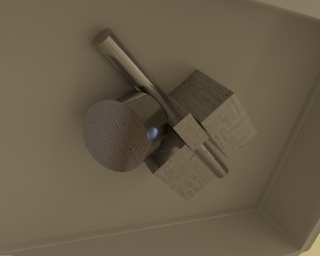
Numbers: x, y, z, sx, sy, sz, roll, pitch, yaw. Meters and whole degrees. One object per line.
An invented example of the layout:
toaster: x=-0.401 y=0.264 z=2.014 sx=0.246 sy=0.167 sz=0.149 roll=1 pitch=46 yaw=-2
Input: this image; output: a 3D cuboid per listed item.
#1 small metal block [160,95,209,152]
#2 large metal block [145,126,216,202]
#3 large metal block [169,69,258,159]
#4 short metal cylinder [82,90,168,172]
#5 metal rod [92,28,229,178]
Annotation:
small metal block: x=0.026 y=-0.006 z=0.373 sx=0.025 sy=0.050 sz=0.050 roll=-42 pitch=130 yaw=0
large metal block: x=0.015 y=0.038 z=0.406 sx=0.050 sy=0.080 sz=0.080 roll=-43 pitch=130 yaw=1
large metal block: x=0.068 y=-0.019 z=0.400 sx=0.050 sy=0.080 sz=0.080 roll=-42 pitch=130 yaw=1
short metal cylinder: x=-0.038 y=0.002 z=0.345 sx=0.050 sy=0.080 sz=0.079 roll=-36 pitch=145 yaw=-60
metal rod: x=0.021 y=-0.011 z=0.414 sx=0.025 sy=0.025 sz=0.300 roll=-43 pitch=130 yaw=1
